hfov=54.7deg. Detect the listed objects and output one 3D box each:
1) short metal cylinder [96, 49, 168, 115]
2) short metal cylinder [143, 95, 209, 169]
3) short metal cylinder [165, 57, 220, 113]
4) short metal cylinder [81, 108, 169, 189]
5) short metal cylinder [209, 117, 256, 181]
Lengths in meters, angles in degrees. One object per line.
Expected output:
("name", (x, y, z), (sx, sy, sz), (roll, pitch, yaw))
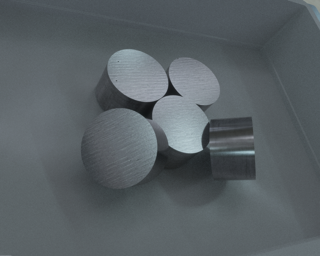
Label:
("short metal cylinder", (-0.036, -0.054, 0.401), (0.081, 0.050, 0.080), (14, 56, -21))
("short metal cylinder", (0.017, 0.006, 0.393), (0.081, 0.050, 0.080), (14, 56, -21))
("short metal cylinder", (0.038, -0.054, 0.443), (0.081, 0.050, 0.080), (14, 56, -21))
("short metal cylinder", (-0.035, 0.022, 0.330), (0.080, 0.080, 0.050), (59, 8, 13))
("short metal cylinder", (0.094, 0.027, 0.396), (0.050, 0.080, 0.080), (-4, 55, 15))
